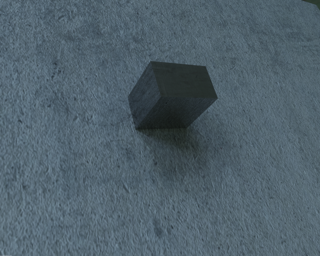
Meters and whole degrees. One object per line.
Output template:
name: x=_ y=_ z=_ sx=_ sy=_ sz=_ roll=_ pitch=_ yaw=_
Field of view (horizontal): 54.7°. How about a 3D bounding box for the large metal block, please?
large metal block: x=0.013 y=-0.039 z=0.403 sx=0.081 sy=0.080 sz=0.050 roll=-1 pitch=63 yaw=-29
